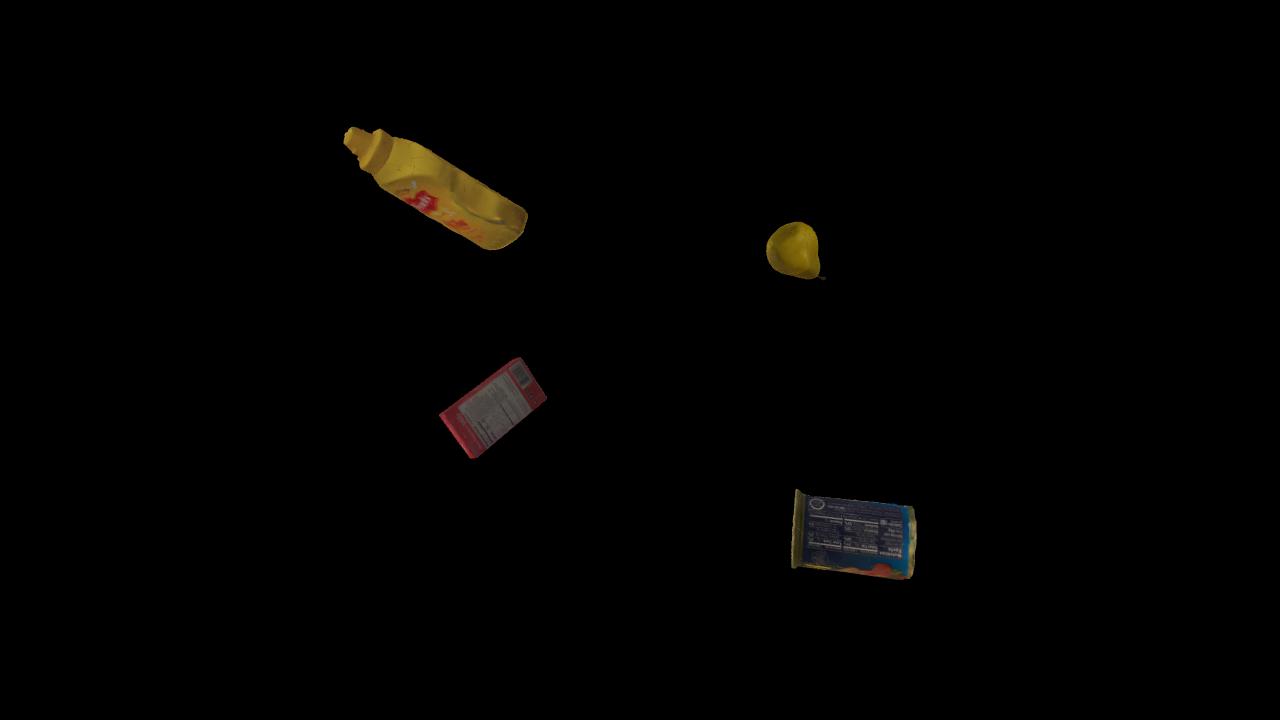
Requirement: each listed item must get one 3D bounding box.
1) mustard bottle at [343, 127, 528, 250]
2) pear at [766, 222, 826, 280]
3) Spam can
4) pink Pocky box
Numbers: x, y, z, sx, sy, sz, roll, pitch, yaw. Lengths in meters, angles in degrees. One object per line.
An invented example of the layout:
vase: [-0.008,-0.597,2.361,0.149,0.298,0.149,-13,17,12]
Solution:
mustard bottle: [-0.212,-0.178,0.630,0.092,0.054,0.184,10,-13,46]
pear: [0.241,-0.151,0.930,0.080,0.080,0.111,0,-44,51]
Spam can: [0.164,0.139,0.485,0.085,0.058,0.101,3,-18,14]
pink Pocky box: [-0.224,0.072,0.950,0.029,0.084,0.155,-10,26,51]
